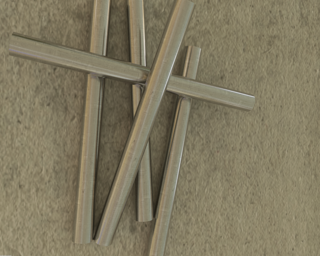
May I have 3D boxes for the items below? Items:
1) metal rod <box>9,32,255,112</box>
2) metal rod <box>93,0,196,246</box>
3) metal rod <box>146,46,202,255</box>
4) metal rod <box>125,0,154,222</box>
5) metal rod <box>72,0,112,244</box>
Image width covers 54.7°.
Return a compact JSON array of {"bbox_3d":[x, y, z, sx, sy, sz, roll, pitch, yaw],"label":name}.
[{"bbox_3d":[-0.016,-0.061,0.376,0.302,0.025,0.025,11,86,-20],"label":"metal rod"},{"bbox_3d":[-0.022,0.000,0.362,0.025,0.025,0.298,16,99,-20],"label":"metal rod"},{"bbox_3d":[0.018,0.038,0.416,0.025,0.025,0.298,12,86,-20],"label":"metal rod"},{"bbox_3d":[-0.027,-0.031,0.399,0.025,0.025,0.298,-3,91,-20],"label":"metal rod"},{"bbox_3d":[-0.083,-0.013,0.378,0.025,0.025,0.298,5,88,-20],"label":"metal rod"}]
